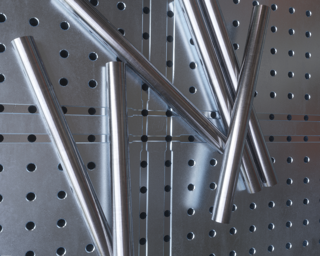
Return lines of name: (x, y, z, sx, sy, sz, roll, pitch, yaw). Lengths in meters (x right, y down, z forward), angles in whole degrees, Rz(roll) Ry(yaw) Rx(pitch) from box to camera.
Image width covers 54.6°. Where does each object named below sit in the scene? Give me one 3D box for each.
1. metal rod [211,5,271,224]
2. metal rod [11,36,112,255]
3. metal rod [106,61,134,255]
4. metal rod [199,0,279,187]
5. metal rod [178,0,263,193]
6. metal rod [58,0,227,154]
metal rod: (0.112, -0.021, 0.425, 0.025, 0.025, 0.299, 14, 86, -20)
metal rod: (-0.107, 0.039, 0.373, 0.025, 0.025, 0.299, -22, 98, -19)
metal rod: (-0.048, 0.068, 0.379, 0.025, 0.025, 0.299, -1, 85, -20)
metal rod: (0.116, -0.054, 0.454, 0.025, 0.025, 0.299, -24, 98, -18)
metal rod: (0.089, -0.046, 0.444, 0.025, 0.025, 0.299, -24, 98, -18)
metal rod: (-0.013, -0.070, 0.407, 0.300, 0.025, 0.025, 43, 77, -15)
